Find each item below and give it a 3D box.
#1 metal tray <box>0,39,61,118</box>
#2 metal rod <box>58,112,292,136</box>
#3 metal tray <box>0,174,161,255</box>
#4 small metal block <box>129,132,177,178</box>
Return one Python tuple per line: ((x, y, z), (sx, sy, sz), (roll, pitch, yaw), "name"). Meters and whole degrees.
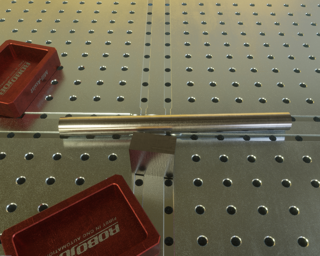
((-0.222, -0.079, 0.467), (0.090, 0.030, 0.130), (12, 51, 9), "metal tray")
((0.021, -0.005, 0.412), (0.302, 0.025, 0.025), (-1, 50, -2), "metal rod")
((-0.076, 0.113, 0.307), (0.131, 0.030, 0.090), (-25, 55, -20), "metal tray")
((-0.008, 0.032, 0.364), (0.050, 0.050, 0.025), (6, 51, 5), "small metal block")
